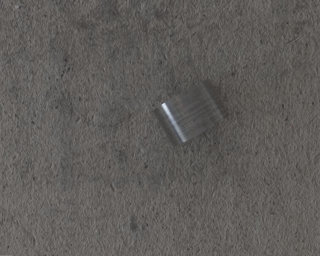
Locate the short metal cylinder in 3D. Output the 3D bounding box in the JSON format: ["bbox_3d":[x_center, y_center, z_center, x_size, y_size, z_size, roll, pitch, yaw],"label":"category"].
[{"bbox_3d":[0.038,-0.019,0.383,0.080,0.080,0.050,-30,90,0],"label":"short metal cylinder"}]
